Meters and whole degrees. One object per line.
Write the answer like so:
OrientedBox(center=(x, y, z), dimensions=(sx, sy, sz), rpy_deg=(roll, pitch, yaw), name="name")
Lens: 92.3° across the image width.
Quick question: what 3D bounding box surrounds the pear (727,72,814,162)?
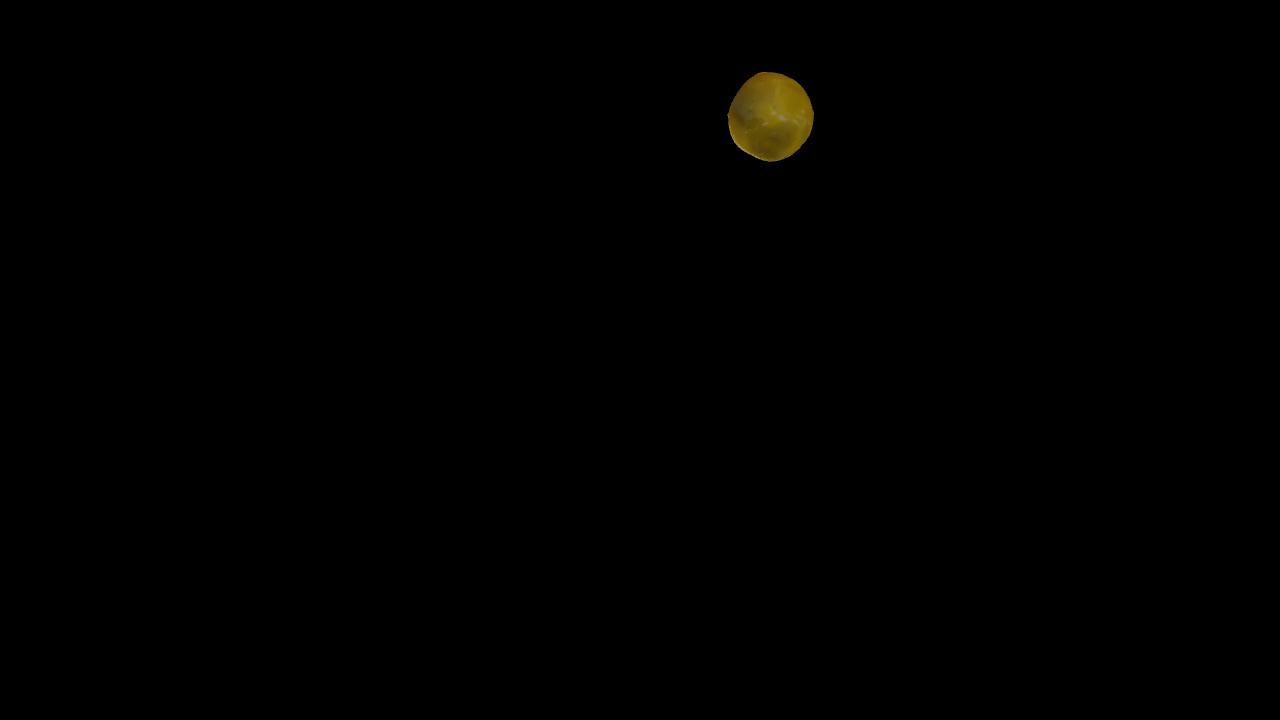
OrientedBox(center=(0.121, -0.247, 0.585), dimensions=(0.080, 0.111, 0.080), rpy_deg=(-4, -28, -2), name="pear")
